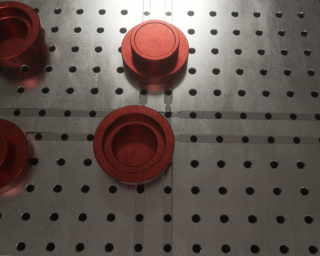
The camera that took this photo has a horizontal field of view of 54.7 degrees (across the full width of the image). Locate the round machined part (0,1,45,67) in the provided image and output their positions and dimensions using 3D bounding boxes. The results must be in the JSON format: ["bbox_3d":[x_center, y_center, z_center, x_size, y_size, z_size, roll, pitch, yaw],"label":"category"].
[{"bbox_3d":[-0.215,-0.130,0.448,0.099,0.042,0.098,0,70,-1],"label":"round machined part"}]

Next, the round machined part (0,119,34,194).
[{"bbox_3d":[-0.216,0.033,0.388,0.099,0.042,0.098,0,70,-1],"label":"round machined part"}]

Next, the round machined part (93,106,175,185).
[{"bbox_3d":[-0.032,0.024,0.394,0.099,0.042,0.098,0,70,-1],"label":"round machined part"}]

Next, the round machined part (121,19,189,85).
[{"bbox_3d":[-0.007,-0.115,0.445,0.099,0.042,0.098,0,70,-1],"label":"round machined part"}]
